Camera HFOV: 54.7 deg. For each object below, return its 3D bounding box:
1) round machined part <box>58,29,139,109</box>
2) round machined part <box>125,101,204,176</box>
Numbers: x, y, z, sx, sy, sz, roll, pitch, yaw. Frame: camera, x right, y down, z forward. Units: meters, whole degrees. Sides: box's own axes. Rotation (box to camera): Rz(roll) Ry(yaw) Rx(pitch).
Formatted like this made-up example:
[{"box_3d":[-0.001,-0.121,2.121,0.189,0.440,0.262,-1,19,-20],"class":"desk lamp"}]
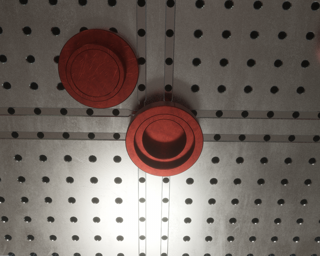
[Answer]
[{"box_3d":[-0.075,-0.070,0.378,0.099,0.042,0.097,0,110,-1],"class":"round machined part"},{"box_3d":[0.006,0.011,0.409,0.099,0.042,0.097,0,110,-1],"class":"round machined part"}]
